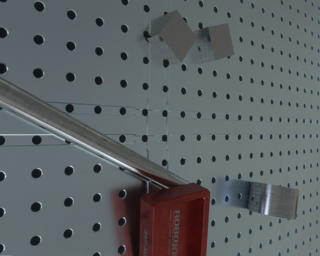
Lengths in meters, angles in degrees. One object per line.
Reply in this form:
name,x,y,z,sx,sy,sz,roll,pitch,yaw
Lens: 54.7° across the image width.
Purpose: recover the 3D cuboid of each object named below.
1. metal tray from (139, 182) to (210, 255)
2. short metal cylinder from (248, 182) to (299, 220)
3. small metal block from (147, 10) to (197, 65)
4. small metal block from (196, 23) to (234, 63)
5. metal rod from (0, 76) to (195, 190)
metal tray,0.019,0.144,0.406,0.091,0.030,0.129,-5,103,-35
short metal cylinder,0.198,0.126,0.543,0.081,0.080,0.050,17,79,-39
small metal block,0.018,-0.123,0.426,0.050,0.025,0.050,46,62,-31
small metal block,0.087,-0.133,0.484,0.050,0.025,0.050,-24,105,-38
metal rod,-0.058,0.026,0.362,0.301,0.025,0.025,33,69,-35
